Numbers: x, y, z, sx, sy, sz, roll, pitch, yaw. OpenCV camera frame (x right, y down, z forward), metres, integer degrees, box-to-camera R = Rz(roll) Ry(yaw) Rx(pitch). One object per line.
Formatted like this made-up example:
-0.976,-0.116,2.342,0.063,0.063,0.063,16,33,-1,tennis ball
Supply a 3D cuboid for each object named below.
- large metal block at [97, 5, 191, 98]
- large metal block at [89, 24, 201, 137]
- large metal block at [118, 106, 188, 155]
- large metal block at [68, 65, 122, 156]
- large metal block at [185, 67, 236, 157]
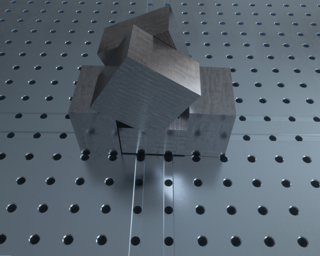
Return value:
-0.013,-0.081,0.357,0.080,0.080,0.050,-13,47,18,large metal block
-0.015,-0.044,0.322,0.080,0.080,0.050,25,45,-23,large metal block
-0.006,-0.014,0.400,0.081,0.050,0.080,2,50,1,large metal block
-0.073,-0.022,0.389,0.050,0.080,0.080,2,50,1,large metal block
0.059,-0.020,0.389,0.050,0.080,0.080,3,50,2,large metal block
